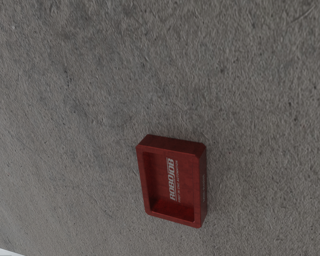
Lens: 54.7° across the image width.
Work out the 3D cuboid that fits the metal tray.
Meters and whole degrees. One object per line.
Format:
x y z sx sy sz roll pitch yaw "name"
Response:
0.019 0.077 0.441 0.090 0.030 0.129 8 122 23 "metal tray"
